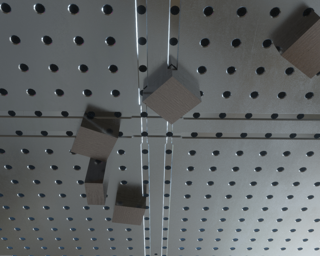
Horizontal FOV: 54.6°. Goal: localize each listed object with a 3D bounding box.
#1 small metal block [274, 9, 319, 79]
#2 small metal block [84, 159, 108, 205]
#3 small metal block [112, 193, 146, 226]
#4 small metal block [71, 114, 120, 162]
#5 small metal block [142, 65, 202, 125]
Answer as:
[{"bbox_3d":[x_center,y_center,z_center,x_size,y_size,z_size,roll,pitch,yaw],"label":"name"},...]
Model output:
[{"bbox_3d":[0.164,-0.090,0.336,0.050,0.025,0.050,28,125,-22],"label":"small metal block"},{"bbox_3d":[-0.093,0.079,0.461,0.025,0.050,0.050,2,130,-2],"label":"small metal block"},{"bbox_3d":[-0.053,0.139,0.529,0.050,0.025,0.050,9,130,-8],"label":"small metal block"},{"bbox_3d":[-0.088,0.015,0.423,0.050,0.025,0.050,19,128,-16],"label":"small metal block"},{"bbox_3d":[0.014,-0.039,0.378,0.050,0.025,0.050,37,121,-27],"label":"small metal block"}]
